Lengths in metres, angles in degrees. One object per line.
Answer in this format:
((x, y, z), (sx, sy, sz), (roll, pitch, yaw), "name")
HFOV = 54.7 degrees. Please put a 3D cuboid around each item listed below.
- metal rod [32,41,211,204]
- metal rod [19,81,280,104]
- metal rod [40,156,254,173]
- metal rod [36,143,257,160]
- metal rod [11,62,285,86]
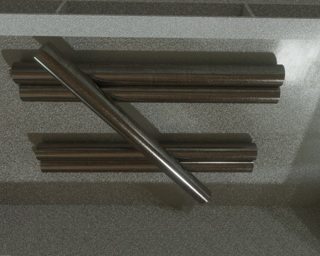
((-0.026, 0.012, 0.385), (0.025, 0.025, 0.300), (-31, 124, 23), "metal rod")
((-0.011, -0.043, 0.370), (0.302, 0.025, 0.025), (0, 130, -1), "metal rod")
((-0.018, 0.052, 0.451), (0.302, 0.025, 0.025), (0, 130, -1), "metal rod")
((-0.018, 0.033, 0.434), (0.302, 0.025, 0.025), (0, 130, -1), "metal rod")
((-0.012, -0.062, 0.354), (0.302, 0.025, 0.025), (0, 130, -1), "metal rod")
